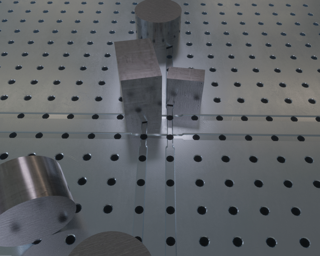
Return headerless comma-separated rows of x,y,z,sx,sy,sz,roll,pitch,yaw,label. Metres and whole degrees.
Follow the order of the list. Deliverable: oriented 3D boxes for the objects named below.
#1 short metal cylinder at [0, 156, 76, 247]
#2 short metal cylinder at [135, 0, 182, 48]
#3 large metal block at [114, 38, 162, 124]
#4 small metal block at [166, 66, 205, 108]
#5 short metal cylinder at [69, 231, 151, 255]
-0.131,0.073,0.310,0.081,0.080,0.050,-22,54,-18,short metal cylinder
-0.003,-0.186,0.548,0.081,0.050,0.080,0,50,0,short metal cylinder
-0.030,-0.064,0.426,0.050,0.080,0.080,-8,51,-7,large metal block
0.036,-0.058,0.440,0.050,0.050,0.025,6,51,5,small metal block
-0.043,0.140,0.274,0.081,0.050,0.080,0,50,0,short metal cylinder
